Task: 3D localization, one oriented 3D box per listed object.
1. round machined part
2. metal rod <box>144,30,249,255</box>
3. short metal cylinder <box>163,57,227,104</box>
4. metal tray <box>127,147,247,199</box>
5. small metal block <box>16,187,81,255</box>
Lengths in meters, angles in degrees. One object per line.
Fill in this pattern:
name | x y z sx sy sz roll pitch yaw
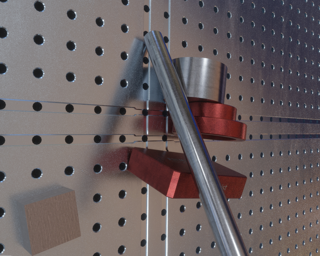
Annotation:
round machined part | 0.068 -0.009 0.421 0.099 0.098 0.042 11 83 -40
metal rod | 0.033 0.009 0.342 0.025 0.025 0.299 6 56 -40
short metal cylinder | 0.047 -0.058 0.415 0.081 0.080 0.050 11 83 -40
metal tray | 0.036 0.058 0.396 0.131 0.090 0.030 11 97 -40
small metal block | -0.113 0.093 0.316 0.050 0.025 0.050 -11 97 -40
